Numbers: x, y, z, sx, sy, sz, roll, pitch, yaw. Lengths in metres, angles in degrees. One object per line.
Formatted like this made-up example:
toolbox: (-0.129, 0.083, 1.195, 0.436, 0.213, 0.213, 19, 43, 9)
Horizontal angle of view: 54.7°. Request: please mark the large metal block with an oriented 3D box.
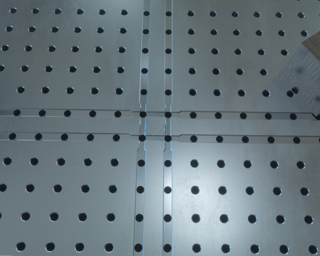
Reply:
large metal block: (0.217, -0.074, 0.412, 0.050, 0.080, 0.080, -33, 74, -11)
